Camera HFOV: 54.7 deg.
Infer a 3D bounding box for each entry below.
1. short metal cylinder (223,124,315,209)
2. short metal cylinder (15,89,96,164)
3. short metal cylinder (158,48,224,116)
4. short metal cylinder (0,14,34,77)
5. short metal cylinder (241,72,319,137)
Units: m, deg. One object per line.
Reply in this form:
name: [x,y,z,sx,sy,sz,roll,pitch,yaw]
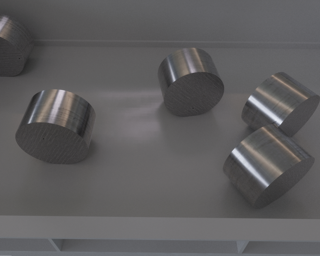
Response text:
short metal cylinder: [0.116,0.042,0.335,0.081,0.080,0.050,-25,54,-19]
short metal cylinder: [-0.121,0.000,0.368,0.080,0.080,0.050,2,50,2]
short metal cylinder: [0.041,-0.061,0.421,0.081,0.080,0.050,-7,51,-6]
short metal cylinder: [-0.241,-0.125,0.473,0.080,0.080,0.050,2,50,2]
short metal cylinder: [0.150,-0.023,0.389,0.081,0.080,0.050,-28,56,-22]
